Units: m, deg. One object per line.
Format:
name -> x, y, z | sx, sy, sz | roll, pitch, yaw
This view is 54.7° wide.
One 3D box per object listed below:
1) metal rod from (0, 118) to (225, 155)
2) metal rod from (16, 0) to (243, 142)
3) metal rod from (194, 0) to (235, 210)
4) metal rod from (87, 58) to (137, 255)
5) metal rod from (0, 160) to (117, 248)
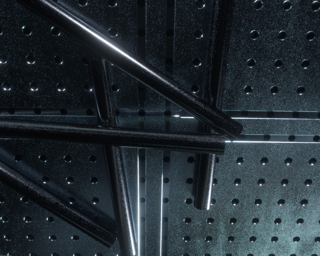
metal rod -> -0.073, 0.009, 0.388 | 0.302, 0.025, 0.025 | 4, 110, 8
metal rod -> -0.030, -0.074, 0.370 | 0.301, 0.025, 0.025 | 33, 107, -6
metal rod -> 0.069, -0.026, 0.404 | 0.025, 0.025, 0.298 | 2, 110, -1
metal rod -> -0.063, 0.054, 0.432 | 0.025, 0.025, 0.298 | -5, 110, 1
metal rod -> -0.189, 0.084, 0.441 | 0.301, 0.025, 0.025 | 37, 106, -13
